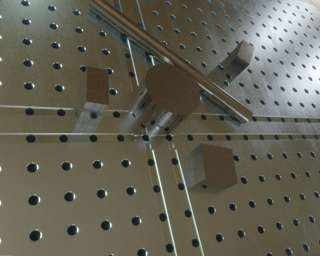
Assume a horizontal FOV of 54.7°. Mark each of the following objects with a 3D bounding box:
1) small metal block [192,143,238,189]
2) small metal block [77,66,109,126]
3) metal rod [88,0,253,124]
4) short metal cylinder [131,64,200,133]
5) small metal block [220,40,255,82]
[{"bbox_3d":[0.073,0.052,0.418,0.050,0.025,0.050,11,57,-23],"label":"small metal block"},{"bbox_3d":[-0.081,-0.037,0.372,0.025,0.050,0.050,8,58,-25],"label":"small metal block"},{"bbox_3d":[0.020,-0.105,0.484,0.301,0.025,0.025,36,51,-5],"label":"metal rod"},{"bbox_3d":[0.007,-0.040,0.422,0.081,0.050,0.080,14,56,-21],"label":"short metal cylinder"},{"bbox_3d":[0.134,-0.116,0.538,0.025,0.050,0.050,33,51,-8],"label":"small metal block"}]
